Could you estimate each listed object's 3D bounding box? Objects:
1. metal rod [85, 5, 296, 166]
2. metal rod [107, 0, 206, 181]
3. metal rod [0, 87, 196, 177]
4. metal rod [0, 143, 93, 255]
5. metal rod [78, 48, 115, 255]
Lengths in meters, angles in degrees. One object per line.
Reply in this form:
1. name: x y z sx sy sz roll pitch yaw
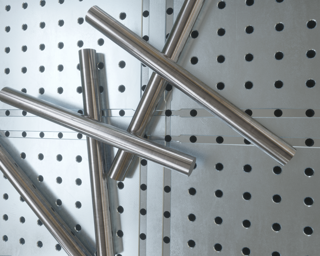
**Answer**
1. metal rod: 0.031 -0.056 0.379 0.300 0.025 0.025 37 102 7
2. metal rod: 0.000 -0.066 0.411 0.025 0.025 0.298 27 99 17
3. metal rod: -0.096 -0.002 0.417 0.301 0.025 0.025 20 97 18
4. metal rod: -0.200 0.103 0.481 0.300 0.025 0.025 45 104 14
5. metal rod: -0.090 0.037 0.443 0.025 0.025 0.298 -6 88 19
